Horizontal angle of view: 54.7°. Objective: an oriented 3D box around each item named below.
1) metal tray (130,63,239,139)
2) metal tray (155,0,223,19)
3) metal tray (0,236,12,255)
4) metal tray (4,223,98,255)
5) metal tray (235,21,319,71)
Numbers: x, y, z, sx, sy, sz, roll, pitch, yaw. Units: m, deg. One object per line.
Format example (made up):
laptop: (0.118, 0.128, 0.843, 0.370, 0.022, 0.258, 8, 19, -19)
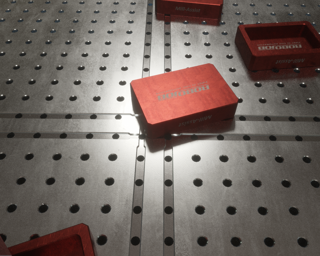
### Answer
metal tray: (0.032, -0.042, 0.440, 0.131, 0.030, 0.090, -15, 52, -13)
metal tray: (0.061, -0.263, 0.626, 0.131, 0.030, 0.090, 8, 50, 6)
metal tray: (-0.144, 0.153, 0.237, 0.130, 0.030, 0.090, 32, 80, 37)
metal tray: (-0.092, 0.160, 0.268, 0.091, 0.030, 0.130, -16, 52, -13)
metal tray: (0.204, -0.141, 0.525, 0.131, 0.030, 0.090, -5, 50, -5)
